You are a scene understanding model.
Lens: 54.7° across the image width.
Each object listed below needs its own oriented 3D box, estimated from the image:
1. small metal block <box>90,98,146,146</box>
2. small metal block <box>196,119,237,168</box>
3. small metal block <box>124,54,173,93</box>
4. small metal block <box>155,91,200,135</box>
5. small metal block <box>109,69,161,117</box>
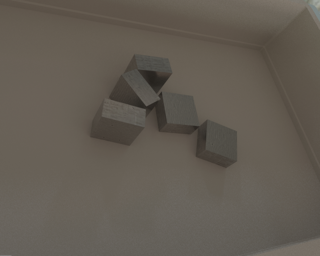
[{"bbox_3d":[-0.050,-0.005,0.367,0.050,0.050,0.025,14,56,-21],"label":"small metal block"},{"bbox_3d":[0.081,0.022,0.437,0.050,0.025,0.050,21,54,-16],"label":"small metal block"},{"bbox_3d":[-0.019,-0.073,0.426,0.050,0.050,0.025,1,62,-28],"label":"small metal block"},{"bbox_3d":[0.023,-0.020,0.432,0.050,0.025,0.050,5,59,-26],"label":"small metal block"},{"bbox_3d":[-0.033,-0.038,0.396,0.025,0.050,0.050,-32,80,-38],"label":"small metal block"}]
